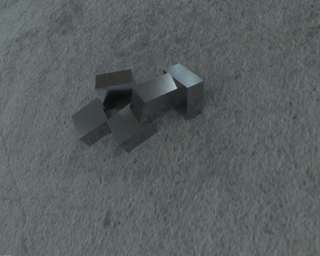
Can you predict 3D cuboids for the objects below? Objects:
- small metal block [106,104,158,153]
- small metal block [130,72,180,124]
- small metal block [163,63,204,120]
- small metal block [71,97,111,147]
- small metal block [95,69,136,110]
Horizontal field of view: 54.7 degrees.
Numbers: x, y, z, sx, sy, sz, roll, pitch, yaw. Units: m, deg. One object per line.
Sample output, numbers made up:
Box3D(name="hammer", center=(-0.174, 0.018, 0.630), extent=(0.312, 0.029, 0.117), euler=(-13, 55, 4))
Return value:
Box3D(name="small metal block", center=(-0.039, -0.003, 0.424), extent=(0.050, 0.025, 0.050), euler=(-36, 51, 4))
Box3D(name="small metal block", center=(-0.008, -0.037, 0.389), extent=(0.050, 0.050, 0.025), euler=(-26, 70, -23))
Box3D(name="small metal block", center=(0.029, -0.047, 0.396), extent=(0.025, 0.050, 0.050), euler=(-26, 47, -23))
Box3D(name="small metal block", center=(-0.098, -0.009, 0.459), extent=(0.050, 0.025, 0.050), euler=(-34, 52, 5))
Box3D(name="small metal block", center=(-0.060, -0.054, 0.443), extent=(0.050, 0.050, 0.025), euler=(-9, 56, 4))
